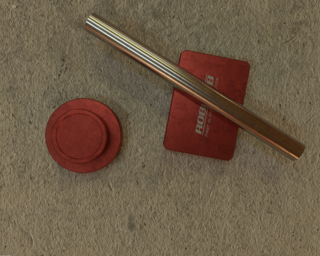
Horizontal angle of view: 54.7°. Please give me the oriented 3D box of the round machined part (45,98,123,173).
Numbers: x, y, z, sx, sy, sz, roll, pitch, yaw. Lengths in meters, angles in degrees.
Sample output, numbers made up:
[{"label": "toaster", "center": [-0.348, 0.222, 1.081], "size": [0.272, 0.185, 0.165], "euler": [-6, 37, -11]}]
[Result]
[{"label": "round machined part", "center": [-0.100, 0.010, 0.400], "size": [0.099, 0.042, 0.097], "euler": [0, 90, -1]}]

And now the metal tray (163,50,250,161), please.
[{"label": "metal tray", "center": [0.060, -0.029, 0.408], "size": [0.091, 0.030, 0.129], "euler": [11, 90, -1]}]

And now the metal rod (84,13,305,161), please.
[{"label": "metal rod", "center": [0.042, -0.050, 0.379], "size": [0.301, 0.025, 0.025], "euler": [32, 90, -1]}]
